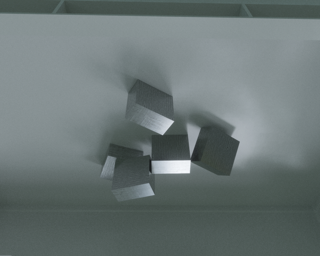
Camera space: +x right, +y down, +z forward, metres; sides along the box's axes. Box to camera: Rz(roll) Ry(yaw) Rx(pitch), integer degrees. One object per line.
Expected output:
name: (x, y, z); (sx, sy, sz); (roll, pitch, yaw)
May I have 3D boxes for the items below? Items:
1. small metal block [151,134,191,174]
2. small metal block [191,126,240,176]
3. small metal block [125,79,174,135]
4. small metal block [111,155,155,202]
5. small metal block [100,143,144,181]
small metal block: (0.014, 0.035, 0.423); (0.050, 0.050, 0.025); (-1, 130, 0)
small metal block: (0.074, 0.032, 0.418); (0.050, 0.050, 0.025); (28, 162, -22)
small metal block: (-0.012, -0.025, 0.371); (0.050, 0.050, 0.025); (25, 126, -20)
small metal block: (-0.035, 0.067, 0.417); (0.050, 0.050, 0.025); (-13, 129, 9)
small metal block: (-0.056, 0.054, 0.454); (0.050, 0.025, 0.050); (15, 128, -13)
